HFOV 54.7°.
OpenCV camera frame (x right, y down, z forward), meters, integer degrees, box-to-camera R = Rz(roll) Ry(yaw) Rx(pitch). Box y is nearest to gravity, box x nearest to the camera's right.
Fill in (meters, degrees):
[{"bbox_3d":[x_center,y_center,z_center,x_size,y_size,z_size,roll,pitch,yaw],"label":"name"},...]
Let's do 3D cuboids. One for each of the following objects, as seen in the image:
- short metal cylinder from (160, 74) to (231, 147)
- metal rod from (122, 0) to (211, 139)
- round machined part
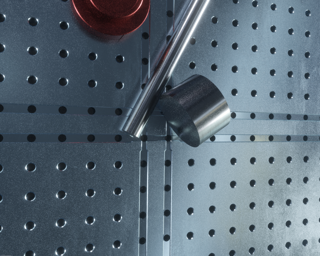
[{"bbox_3d":[0.044,-0.022,0.399,0.050,0.080,0.080,-34,101,-17],"label":"short metal cylinder"},{"bbox_3d":[0.029,-0.124,0.422,0.025,0.025,0.299,30,80,-18],"label":"metal rod"},{"bbox_3d":[-0.059,-0.163,0.382,0.099,0.042,0.097,0,90,-20],"label":"round machined part"}]
